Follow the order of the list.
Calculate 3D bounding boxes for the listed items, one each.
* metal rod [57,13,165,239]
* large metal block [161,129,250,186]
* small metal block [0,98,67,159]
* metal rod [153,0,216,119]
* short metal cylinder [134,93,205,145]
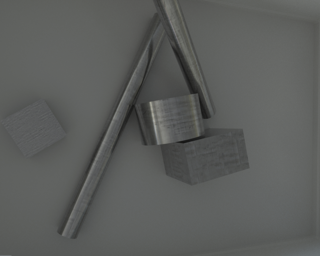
[{"bbox_3d":[-0.054,-0.009,0.391,0.025,0.025,0.299,26,81,-19],"label":"metal rod"},{"bbox_3d":[0.055,0.033,0.403,0.081,0.080,0.050,-13,95,-20],"label":"large metal block"},{"bbox_3d":[-0.144,0.000,0.358,0.050,0.025,0.050,-33,101,-17],"label":"small metal block"},{"bbox_3d":[0.014,-0.119,0.339,0.025,0.025,0.299,-43,134,-15],"label":"metal rod"},{"bbox_3d":[0.012,-0.011,0.387,0.081,0.080,0.050,-12,95,-20],"label":"short metal cylinder"}]
